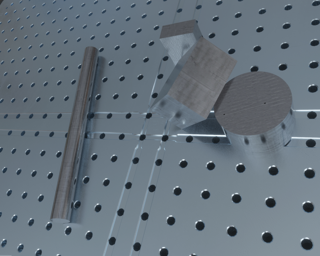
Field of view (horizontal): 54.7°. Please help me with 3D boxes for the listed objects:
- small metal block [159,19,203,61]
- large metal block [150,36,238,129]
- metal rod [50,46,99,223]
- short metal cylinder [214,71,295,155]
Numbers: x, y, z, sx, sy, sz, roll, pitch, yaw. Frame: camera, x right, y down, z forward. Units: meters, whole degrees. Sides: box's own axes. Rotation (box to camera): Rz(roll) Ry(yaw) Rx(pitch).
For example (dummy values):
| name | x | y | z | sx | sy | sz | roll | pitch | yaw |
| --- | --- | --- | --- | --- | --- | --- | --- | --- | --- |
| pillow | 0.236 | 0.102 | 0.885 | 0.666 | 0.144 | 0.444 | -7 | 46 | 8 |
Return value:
| name | x | y | z | sx | sy | sz | roll | pitch | yaw |
| --- | --- | --- | --- | --- | --- | --- | --- | --- | --- |
| small metal block | 0.034 | -0.126 | 0.450 | 0.050 | 0.050 | 0.025 | -3 | 61 | 26 |
| large metal block | 0.037 | -0.050 | 0.376 | 0.080 | 0.050 | 0.080 | -60 | 9 | -15 |
| metal rod | -0.126 | -0.009 | 0.477 | 0.025 | 0.025 | 0.299 | -12 | 57 | 21 |
| short metal cylinder | 0.106 | -0.016 | 0.346 | 0.080 | 0.050 | 0.080 | -13 | 56 | 20 |
